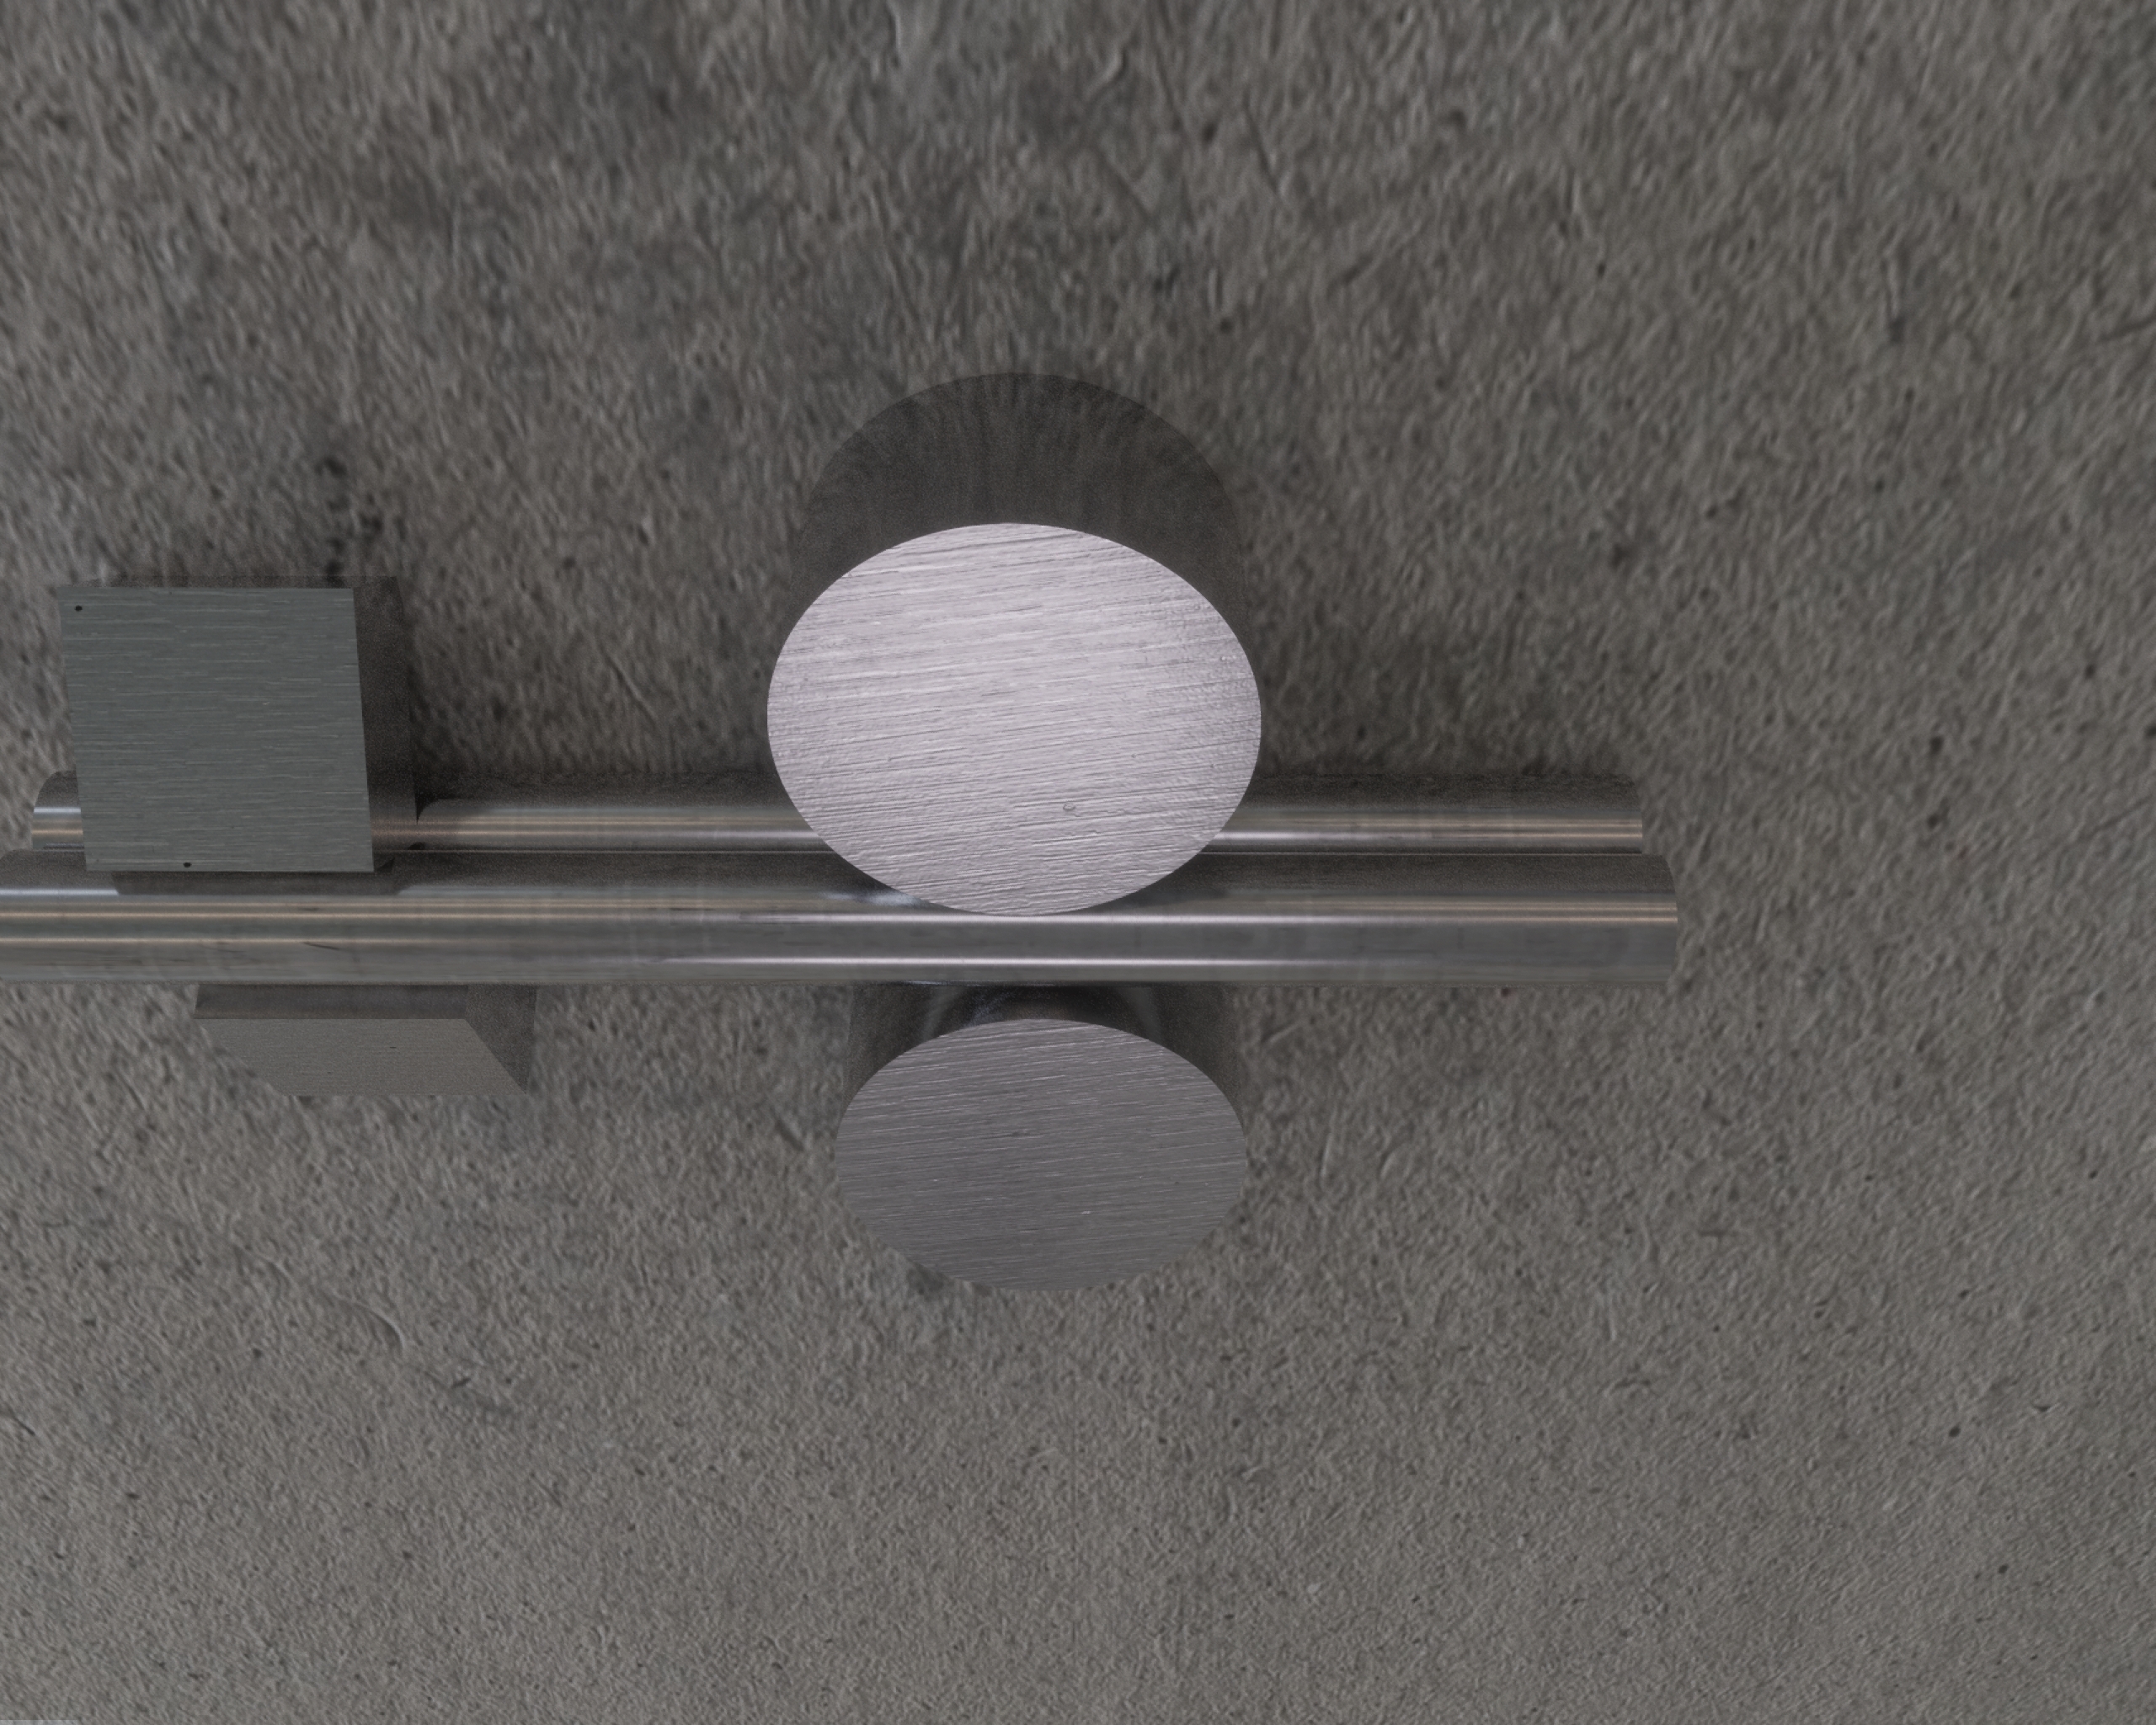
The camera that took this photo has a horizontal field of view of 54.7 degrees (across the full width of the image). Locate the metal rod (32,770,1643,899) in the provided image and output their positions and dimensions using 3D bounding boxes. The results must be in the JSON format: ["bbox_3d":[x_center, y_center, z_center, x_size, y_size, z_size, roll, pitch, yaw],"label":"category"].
[{"bbox_3d":[-0.045,-0.005,0.404,0.302,0.025,0.025,0,130,-1],"label":"metal rod"}]

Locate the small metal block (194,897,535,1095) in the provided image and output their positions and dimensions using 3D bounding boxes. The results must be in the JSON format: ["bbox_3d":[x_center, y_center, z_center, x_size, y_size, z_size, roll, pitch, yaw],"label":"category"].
[{"bbox_3d":[-0.140,0.028,0.418,0.050,0.025,0.050,0,157,-1],"label":"small metal block"}]

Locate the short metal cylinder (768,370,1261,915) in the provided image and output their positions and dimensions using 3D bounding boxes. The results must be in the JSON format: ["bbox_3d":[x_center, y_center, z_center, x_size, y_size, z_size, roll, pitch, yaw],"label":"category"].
[{"bbox_3d":[-0.010,-0.037,0.360,0.081,0.050,0.079,0,130,0],"label":"short metal cylinder"}]

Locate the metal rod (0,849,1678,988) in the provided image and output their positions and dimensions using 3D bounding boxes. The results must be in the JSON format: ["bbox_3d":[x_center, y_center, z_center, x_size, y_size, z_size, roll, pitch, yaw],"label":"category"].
[{"bbox_3d":[-0.044,0.010,0.384,0.302,0.025,0.025,0,130,0],"label":"metal rod"}]

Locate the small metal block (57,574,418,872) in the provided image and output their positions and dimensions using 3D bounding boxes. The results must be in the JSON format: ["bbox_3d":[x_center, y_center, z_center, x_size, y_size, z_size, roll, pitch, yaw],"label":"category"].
[{"bbox_3d":[-0.149,-0.025,0.373,0.050,0.025,0.050,0,103,0],"label":"small metal block"}]

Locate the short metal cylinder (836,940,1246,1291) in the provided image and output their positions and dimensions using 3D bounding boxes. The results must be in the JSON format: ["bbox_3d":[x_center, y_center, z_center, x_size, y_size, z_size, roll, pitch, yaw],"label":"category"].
[{"bbox_3d":[-0.007,0.043,0.429,0.081,0.050,0.079,0,130,0],"label":"short metal cylinder"}]
